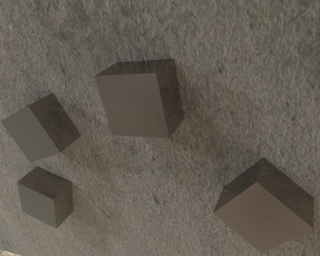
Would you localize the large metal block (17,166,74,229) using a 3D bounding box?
[{"bbox_3d":[-0.212,0.130,0.580,0.080,0.050,0.079,20,126,16],"label":"large metal block"}]

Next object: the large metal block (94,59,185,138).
[{"bbox_3d":[-0.022,-0.036,0.379,0.080,0.050,0.079,2,120,27],"label":"large metal block"}]

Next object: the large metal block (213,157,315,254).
[{"bbox_3d":[0.127,0.097,0.383,0.080,0.050,0.080,40,129,1],"label":"large metal block"}]

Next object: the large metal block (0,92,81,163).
[{"bbox_3d":[-0.187,0.001,0.487,0.080,0.050,0.080,-18,109,34],"label":"large metal block"}]
